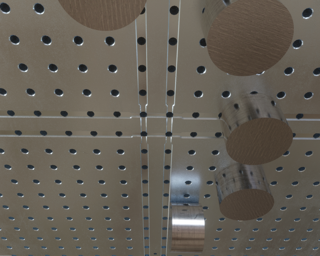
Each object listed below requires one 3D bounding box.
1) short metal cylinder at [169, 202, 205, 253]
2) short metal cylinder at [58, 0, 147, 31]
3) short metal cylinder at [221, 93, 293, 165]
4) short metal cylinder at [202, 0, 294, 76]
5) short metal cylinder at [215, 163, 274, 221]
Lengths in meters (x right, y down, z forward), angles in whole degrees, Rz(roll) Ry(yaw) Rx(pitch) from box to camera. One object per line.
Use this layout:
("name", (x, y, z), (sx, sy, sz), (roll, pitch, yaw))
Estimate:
("short metal cylinder", (0.042, 0.166, 0.517), (0.050, 0.080, 0.079), (2, 130, -2))
("short metal cylinder", (-0.050, -0.136, 0.279), (0.081, 0.050, 0.079), (0, 130, 0))
("short metal cylinder", (0.121, 0.002, 0.398), (0.081, 0.050, 0.079), (0, 130, 0))
("short metal cylinder", (0.085, -0.100, 0.311), (0.081, 0.050, 0.079), (0, 130, 0))
("short metal cylinder", (0.130, 0.100, 0.481), (0.081, 0.050, 0.079), (0, 130, 0))
